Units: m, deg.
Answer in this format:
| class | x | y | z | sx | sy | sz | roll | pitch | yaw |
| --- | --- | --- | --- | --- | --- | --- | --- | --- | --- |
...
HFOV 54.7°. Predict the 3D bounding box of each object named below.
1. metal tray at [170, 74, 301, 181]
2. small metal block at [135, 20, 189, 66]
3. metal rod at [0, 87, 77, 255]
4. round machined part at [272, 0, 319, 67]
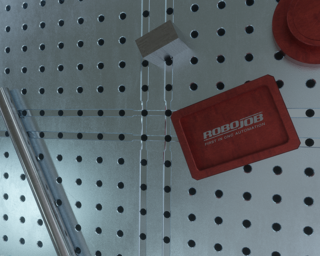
| class | x | y | z | sx | sy | sz | roll | pitch | yaw |
| --- | --- | --- | --- | --- | --- | --- | --- | --- | --- |
| metal tray | 0.089 | 0.001 | 0.378 | 0.130 | 0.030 | 0.090 | -21 | 83 | 18 |
| small metal block | 0.004 | -0.107 | 0.397 | 0.050 | 0.050 | 0.025 | -26 | 82 | 18 |
| metal rod | -0.193 | 0.073 | 0.478 | 0.025 | 0.025 | 0.299 | -29 | 81 | 17 |
| round machined part | 0.176 | -0.119 | 0.342 | 0.098 | 0.042 | 0.097 | 0 | 90 | 19 |
